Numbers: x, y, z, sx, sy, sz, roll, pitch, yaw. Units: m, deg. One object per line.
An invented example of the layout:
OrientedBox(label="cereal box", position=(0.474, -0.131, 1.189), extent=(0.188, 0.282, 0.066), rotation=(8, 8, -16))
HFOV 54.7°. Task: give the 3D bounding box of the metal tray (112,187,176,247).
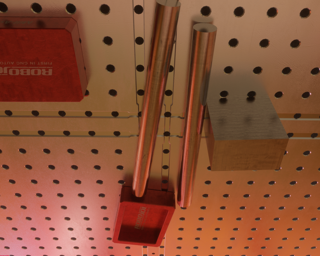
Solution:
OrientedBox(label="metal tray", position=(-0.031, 0.159, 0.543), extent=(0.091, 0.030, 0.129), rotation=(9, 130, -8))

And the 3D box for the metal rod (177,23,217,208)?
OrientedBox(label="metal rod", position=(0.044, 0.009, 0.419), extent=(0.025, 0.025, 0.298), rotation=(1, 130, -1))

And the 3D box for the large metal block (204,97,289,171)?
OrientedBox(label="large metal block", position=(0.100, 0.006, 0.382), extent=(0.081, 0.080, 0.050), rotation=(-1, 130, 1))

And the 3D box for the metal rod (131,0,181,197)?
OrientedBox(label="metal rod", position=(-0.012, -0.012, 0.401), extent=(0.025, 0.025, 0.298), rotation=(6, 130, -6))

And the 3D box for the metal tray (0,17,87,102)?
OrientedBox(label="metal tray", position=(-0.154, -0.073, 0.344), extent=(0.131, 0.030, 0.089), rotation=(0, 130, -1))
